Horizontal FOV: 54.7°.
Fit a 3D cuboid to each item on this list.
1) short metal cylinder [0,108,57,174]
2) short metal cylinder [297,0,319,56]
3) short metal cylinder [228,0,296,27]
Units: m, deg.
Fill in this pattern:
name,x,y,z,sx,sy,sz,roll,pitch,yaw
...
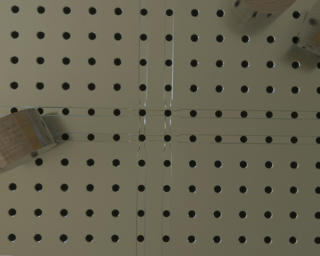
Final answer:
name,x,y,z,sx,sy,sz,roll,pitch,yaw
short metal cylinder,-0.178,0.017,0.384,0.080,0.080,0.050,-29,90,0
short metal cylinder,0.219,-0.129,0.389,0.050,0.080,0.080,23,90,-1
short metal cylinder,0.134,-0.179,0.403,0.081,0.050,0.079,0,90,-1
